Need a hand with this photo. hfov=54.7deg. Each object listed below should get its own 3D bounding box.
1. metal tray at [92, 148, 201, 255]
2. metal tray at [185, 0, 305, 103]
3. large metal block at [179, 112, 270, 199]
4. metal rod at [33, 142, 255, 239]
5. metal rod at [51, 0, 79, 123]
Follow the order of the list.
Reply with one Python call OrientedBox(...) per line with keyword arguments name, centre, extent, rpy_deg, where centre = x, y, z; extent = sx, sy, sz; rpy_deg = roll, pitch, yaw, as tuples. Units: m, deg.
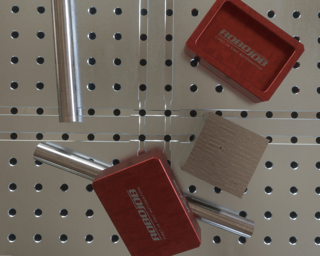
OrientedBox(name="metal tray", centre=(-0.014, 0.101, 0.388), extent=(0.090, 0.030, 0.129), rpy_deg=(-23, 103, 12))
OrientedBox(name="metal tray", centre=(0.110, -0.105, 0.412), extent=(0.130, 0.030, 0.090), rpy_deg=(35, 90, -1))
OrientedBox(name="large metal block", centre=(0.080, 0.033, 0.402), extent=(0.080, 0.050, 0.080), rpy_deg=(26, 90, -1))
OrientedBox(name="metal rod", centre=(-0.020, 0.083, 0.413), extent=(0.301, 0.025, 0.025), rpy_deg=(21, 90, -1))
OrientedBox(name="metal rod", centre=(-0.131, -0.157, 0.411), extent=(0.025, 0.025, 0.298), rpy_deg=(-4, 90, -1))
